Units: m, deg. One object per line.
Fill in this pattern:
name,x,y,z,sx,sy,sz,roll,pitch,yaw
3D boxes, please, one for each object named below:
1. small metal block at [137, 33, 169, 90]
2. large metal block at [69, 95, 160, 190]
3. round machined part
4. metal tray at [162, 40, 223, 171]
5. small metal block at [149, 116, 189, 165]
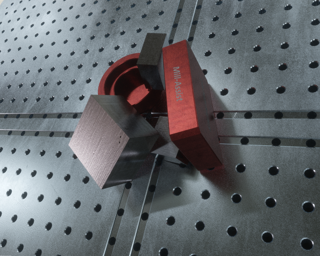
small metal block,-0.005,-0.083,0.392,0.025,0.050,0.050,7,63,16
large metal block,-0.059,0.015,0.383,0.080,0.050,0.079,46,120,28
round machined part,-0.037,-0.058,0.450,0.098,0.042,0.098,-13,56,20
metal tray,0.038,-0.027,0.362,0.030,0.090,0.130,-16,55,19
small metal block,0.016,0.015,0.383,0.050,0.025,0.050,8,69,43
